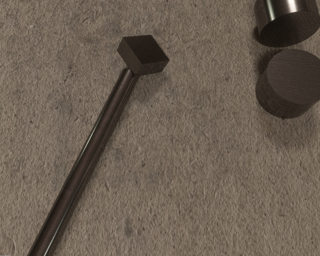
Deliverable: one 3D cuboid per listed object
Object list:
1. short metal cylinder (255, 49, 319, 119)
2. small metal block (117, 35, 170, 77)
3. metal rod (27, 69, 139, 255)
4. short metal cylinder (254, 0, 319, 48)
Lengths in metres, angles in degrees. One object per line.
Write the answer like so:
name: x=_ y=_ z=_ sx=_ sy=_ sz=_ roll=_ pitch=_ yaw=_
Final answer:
short metal cylinder: x=0.177 y=-0.058 z=0.418 sx=0.081 sy=0.050 sz=0.080 roll=0 pitch=70 yaw=0
small metal block: x=-0.024 y=-0.102 z=0.434 sx=0.050 sy=0.025 sz=0.050 roll=-19 pitch=68 yaw=-39
metal rod: x=-0.098 y=0.055 z=0.386 sx=0.025 sy=0.025 sz=0.300 roll=21 pitch=71 yaw=7
short metal cylinder: x=0.179 y=-0.158 z=0.439 sx=0.081 sy=0.080 sz=0.050 roll=-3 pitch=70 yaw=-1
